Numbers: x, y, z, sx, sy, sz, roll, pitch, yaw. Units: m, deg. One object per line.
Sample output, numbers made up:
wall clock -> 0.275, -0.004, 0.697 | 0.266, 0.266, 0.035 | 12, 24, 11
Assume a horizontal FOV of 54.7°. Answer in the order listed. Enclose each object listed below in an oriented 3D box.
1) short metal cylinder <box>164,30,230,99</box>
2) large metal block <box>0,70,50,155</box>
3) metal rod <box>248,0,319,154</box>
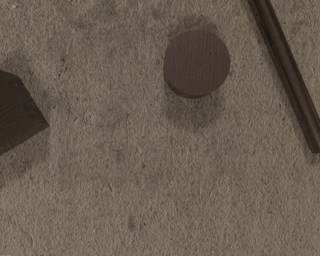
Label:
short metal cylinder -> 0.045, -0.079, 0.398 | 0.081, 0.050, 0.079 | 0, 90, -1
large metal block -> -0.205, -0.015, 0.395 | 0.080, 0.050, 0.080 | -31, 90, 0
metal rod -> 0.157, -0.108, 0.411 | 0.025, 0.025, 0.299 | -23, 90, 0
